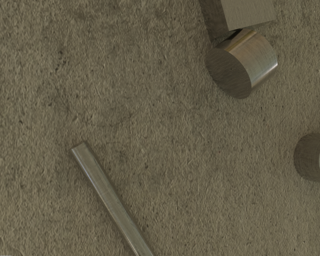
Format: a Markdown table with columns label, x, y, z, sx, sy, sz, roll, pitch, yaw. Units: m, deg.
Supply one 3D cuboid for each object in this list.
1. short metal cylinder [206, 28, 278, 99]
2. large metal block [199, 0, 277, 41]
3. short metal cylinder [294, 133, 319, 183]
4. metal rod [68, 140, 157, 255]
| label | x | y | z | sx | sy | sz | roll | pitch | yaw |
| --- | --- | --- | --- | --- | --- | --- | --- | --- | --- |
| short metal cylinder | 0.109 | -0.086 | 0.420 | 0.050 | 0.080 | 0.080 | -39 | 103 | -16 |
| large metal block | 0.106 | -0.176 | 0.435 | 0.081 | 0.050 | 0.080 | -19 | 97 | -19 |
| short metal cylinder | 0.264 | 0.049 | 0.494 | 0.081 | 0.050 | 0.080 | 0 | 90 | -20 |
| metal rod | -0.028 | 0.149 | 0.398 | 0.025 | 0.025 | 0.299 | -32 | 101 | -17 |
